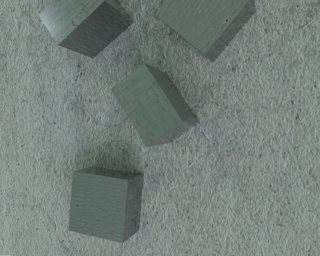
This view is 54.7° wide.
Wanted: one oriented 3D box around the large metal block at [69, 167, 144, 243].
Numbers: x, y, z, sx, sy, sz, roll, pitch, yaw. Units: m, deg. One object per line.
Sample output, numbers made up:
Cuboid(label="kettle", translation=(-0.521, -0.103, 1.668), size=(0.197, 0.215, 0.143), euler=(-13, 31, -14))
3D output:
Cuboid(label="large metal block", translation=(-0.072, 0.100, 0.421), size=(0.080, 0.050, 0.079), euler=(5, 92, 20))

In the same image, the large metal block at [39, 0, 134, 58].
Cuboid(label="large metal block", translation=(-0.095, -0.146, 0.413), size=(0.080, 0.080, 0.050), euler=(-37, 78, 16))

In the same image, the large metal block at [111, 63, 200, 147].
Cuboid(label="large metal block", translation=(-0.002, -0.026, 0.381), size=(0.050, 0.080, 0.080), euler=(-36, 79, 17))

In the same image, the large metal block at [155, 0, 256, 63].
Cuboid(label="large metal block", translation=(0.056, -0.140, 0.376), size=(0.080, 0.050, 0.080), euler=(43, 103, 15))
